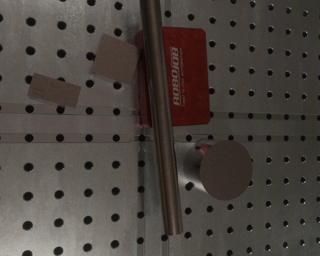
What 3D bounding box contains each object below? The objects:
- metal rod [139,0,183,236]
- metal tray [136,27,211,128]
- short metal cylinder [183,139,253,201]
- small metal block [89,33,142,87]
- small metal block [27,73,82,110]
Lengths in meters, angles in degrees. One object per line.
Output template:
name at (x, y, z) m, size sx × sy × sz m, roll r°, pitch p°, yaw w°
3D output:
metal rod at (0.002, -0.018, 0.381) m, size 0.025 × 0.025 × 0.298 m, roll -7°, pitch 93°, yaw -20°
metal tray at (0.018, -0.067, 0.418) m, size 0.091 × 0.030 × 0.129 m, roll -4°, pitch 92°, yaw -21°
short metal cylinder at (0.080, 0.055, 0.430) m, size 0.081 × 0.050 × 0.079 m, roll 0°, pitch 90°, yaw -21°
small metal block at (-0.057, -0.084, 0.392) m, size 0.050 × 0.025 × 0.050 m, roll 18°, pitch 84°, yaw -19°
small metal block at (-0.121, -0.040, 0.355) m, size 0.050 × 0.050 × 0.025 m, roll 16°, pitch 85°, yaw -20°
